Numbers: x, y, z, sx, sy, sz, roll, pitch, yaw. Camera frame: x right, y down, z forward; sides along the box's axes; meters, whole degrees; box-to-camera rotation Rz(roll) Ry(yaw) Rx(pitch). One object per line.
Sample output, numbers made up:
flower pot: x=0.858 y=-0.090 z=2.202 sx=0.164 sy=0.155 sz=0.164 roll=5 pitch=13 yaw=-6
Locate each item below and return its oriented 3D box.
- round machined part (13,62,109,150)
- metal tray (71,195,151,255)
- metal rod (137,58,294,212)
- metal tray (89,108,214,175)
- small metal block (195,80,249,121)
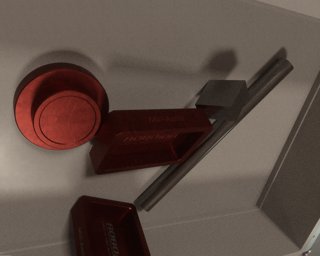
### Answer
round machined part: x=-0.102 y=-0.017 z=0.332 sx=0.099 sy=0.042 sz=0.097 roll=-14 pitch=124 yaw=-21
metal tray: x=-0.060 y=0.153 z=0.402 sx=0.091 sy=0.130 sz=0.030 roll=21 pitch=119 yaw=-36
metal rod: x=0.080 y=0.012 z=0.461 sx=0.300 sy=0.025 sz=0.025 roll=-45 pitch=130 yaw=3
metal tray: x=-0.011 y=0.016 z=0.380 sx=0.131 sy=0.030 sz=0.089 roll=-4 pitch=146 yaw=-32
small metal block: x=0.081 y=-0.037 z=0.404 sx=0.050 sy=0.050 sz=0.025 roll=-57 pitch=137 yaw=-31
